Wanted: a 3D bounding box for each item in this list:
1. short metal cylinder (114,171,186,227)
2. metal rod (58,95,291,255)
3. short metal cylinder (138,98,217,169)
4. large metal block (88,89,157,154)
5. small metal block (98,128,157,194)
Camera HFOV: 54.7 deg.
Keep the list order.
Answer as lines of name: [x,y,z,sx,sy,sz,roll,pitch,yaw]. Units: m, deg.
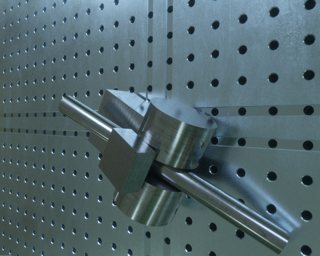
short metal cylinder: [-0.010,0.072,0.376,0.080,0.081,0.050,37,113,34]
metal rod: [0.000,0.041,0.353,0.300,0.025,0.025,31,110,19]
short metal cylinder: [0.018,0.004,0.355,0.080,0.081,0.050,35,111,34]
large metal block: [-0.044,0.002,0.422,0.080,0.050,0.079,36,112,34]
small metal block: [-0.036,0.034,0.332,0.050,0.025,0.050,40,115,42]
